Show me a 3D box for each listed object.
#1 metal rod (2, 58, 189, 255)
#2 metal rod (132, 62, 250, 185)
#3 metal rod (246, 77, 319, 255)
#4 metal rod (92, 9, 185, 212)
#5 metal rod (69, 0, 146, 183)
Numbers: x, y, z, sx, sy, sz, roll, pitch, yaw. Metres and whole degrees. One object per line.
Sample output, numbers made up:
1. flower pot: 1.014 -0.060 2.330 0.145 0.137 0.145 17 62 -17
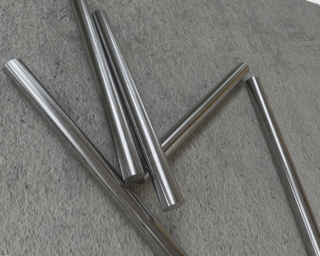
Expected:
1. metal rod: -0.070 0.041 0.340 0.300 0.025 0.025 48 51 6
2. metal rod: 0.059 -0.024 0.449 0.025 0.025 0.302 45 51 3
3. metal rod: 0.188 0.049 0.474 0.025 0.025 0.299 3 60 -27
4. metal rod: -0.038 -0.041 0.387 0.025 0.025 0.299 -5 58 -31
5. metal rod: -0.076 -0.072 0.394 0.025 0.025 0.299 -5 60 -31
